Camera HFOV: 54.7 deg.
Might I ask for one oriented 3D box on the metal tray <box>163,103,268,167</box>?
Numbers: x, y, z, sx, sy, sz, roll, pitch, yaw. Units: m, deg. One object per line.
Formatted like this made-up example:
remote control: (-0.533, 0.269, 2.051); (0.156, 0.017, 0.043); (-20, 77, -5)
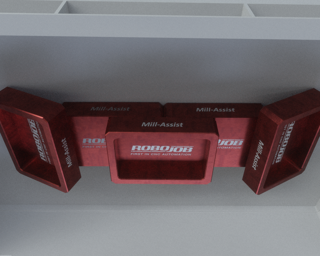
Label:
metal tray: (0.069, 0.011, 0.415); (0.131, 0.030, 0.089); (0, 130, 0)

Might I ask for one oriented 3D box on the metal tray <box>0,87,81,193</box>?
metal tray: (-0.155, 0.018, 0.394); (0.090, 0.030, 0.129); (17, 133, 19)

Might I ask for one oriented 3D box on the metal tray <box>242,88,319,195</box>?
metal tray: (0.160, 0.020, 0.397); (0.091, 0.030, 0.129); (-19, 134, -21)

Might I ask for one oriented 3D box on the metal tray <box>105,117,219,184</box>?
metal tray: (0.002, 0.030, 0.390); (0.131, 0.030, 0.089); (1, 130, -1)

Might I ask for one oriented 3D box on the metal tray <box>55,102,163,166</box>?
metal tray: (-0.062, 0.010, 0.413); (0.131, 0.030, 0.089); (0, 130, 0)
